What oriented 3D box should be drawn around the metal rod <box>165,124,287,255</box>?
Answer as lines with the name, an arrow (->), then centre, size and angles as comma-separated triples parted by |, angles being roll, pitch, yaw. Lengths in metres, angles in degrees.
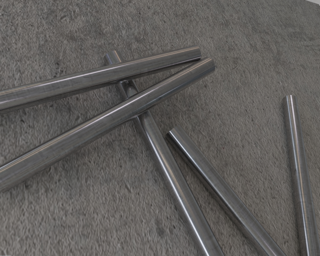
metal rod -> 0.109, 0.119, 0.389 | 0.025, 0.025, 0.300 | -32, 80, -38

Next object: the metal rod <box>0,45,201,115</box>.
metal rod -> -0.075, -0.060, 0.374 | 0.302, 0.025, 0.025 | -20, 73, -27

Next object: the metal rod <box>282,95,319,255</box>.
metal rod -> 0.215, 0.070, 0.476 | 0.025, 0.025, 0.300 | 21, 54, -16

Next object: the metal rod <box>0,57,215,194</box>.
metal rod -> -0.043, -0.019, 0.364 | 0.302, 0.025, 0.025 | -32, 80, -30

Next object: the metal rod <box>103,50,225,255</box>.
metal rod -> 0.000, 0.029, 0.385 | 0.025, 0.025, 0.299 | -16, 70, -34
